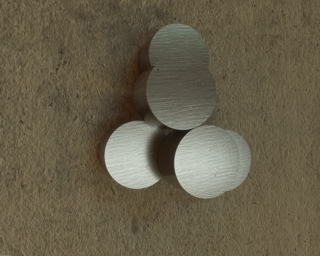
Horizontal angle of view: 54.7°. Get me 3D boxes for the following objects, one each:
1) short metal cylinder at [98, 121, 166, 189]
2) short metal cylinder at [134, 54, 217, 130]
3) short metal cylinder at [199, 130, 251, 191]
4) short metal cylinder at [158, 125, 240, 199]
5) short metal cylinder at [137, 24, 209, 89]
[{"bbox_3d":[-0.033,0.031,0.385,0.081,0.050,0.080,0,90,-20],"label":"short metal cylinder"},{"bbox_3d":[0.016,-0.038,0.349,0.081,0.050,0.080,0,90,-20],"label":"short metal cylinder"},{"bbox_3d":[0.076,0.042,0.424,0.081,0.050,0.080,0,90,-20],"label":"short metal cylinder"},{"bbox_3d":[0.044,0.037,0.359,0.081,0.050,0.080,0,90,-21],"label":"short metal cylinder"},{"bbox_3d":[0.016,-0.088,0.403,0.081,0.050,0.080,0,90,-20],"label":"short metal cylinder"}]
